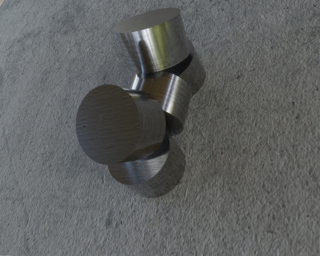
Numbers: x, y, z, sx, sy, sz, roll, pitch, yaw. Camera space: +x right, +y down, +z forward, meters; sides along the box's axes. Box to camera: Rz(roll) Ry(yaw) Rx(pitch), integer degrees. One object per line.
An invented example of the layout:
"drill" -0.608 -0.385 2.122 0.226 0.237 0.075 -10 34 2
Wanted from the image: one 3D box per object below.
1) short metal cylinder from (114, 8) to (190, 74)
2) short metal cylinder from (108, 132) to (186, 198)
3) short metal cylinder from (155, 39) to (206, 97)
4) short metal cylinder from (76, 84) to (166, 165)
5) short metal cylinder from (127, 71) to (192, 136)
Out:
"short metal cylinder" -0.009 -0.107 0.376 0.080 0.050 0.080 -13 32 9
"short metal cylinder" -0.015 0.039 0.374 0.080 0.050 0.080 -13 56 21
"short metal cylinder" 0.018 -0.080 0.430 0.080 0.050 0.080 -13 56 21
"short metal cylinder" -0.041 -0.003 0.328 0.080 0.050 0.080 0 89 29
"short metal cylinder" -0.004 -0.030 0.391 0.080 0.080 0.050 2 63 29
